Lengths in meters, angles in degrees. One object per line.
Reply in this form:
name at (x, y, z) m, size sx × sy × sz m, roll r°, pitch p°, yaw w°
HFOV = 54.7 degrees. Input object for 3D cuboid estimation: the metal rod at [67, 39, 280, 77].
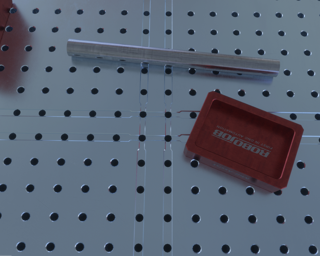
metal rod at (0.018, -0.102, 0.449) m, size 0.302 × 0.025 × 0.025 m, roll 6°, pitch 70°, yaw 2°

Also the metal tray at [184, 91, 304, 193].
metal tray at (0.108, 0.016, 0.404) m, size 0.130 × 0.030 × 0.090 m, roll 23°, pitch 71°, yaw 7°

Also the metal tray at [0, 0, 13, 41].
metal tray at (-0.256, -0.160, 0.432) m, size 0.030 × 0.090 × 0.130 m, roll 5°, pitch 70°, yaw 2°
